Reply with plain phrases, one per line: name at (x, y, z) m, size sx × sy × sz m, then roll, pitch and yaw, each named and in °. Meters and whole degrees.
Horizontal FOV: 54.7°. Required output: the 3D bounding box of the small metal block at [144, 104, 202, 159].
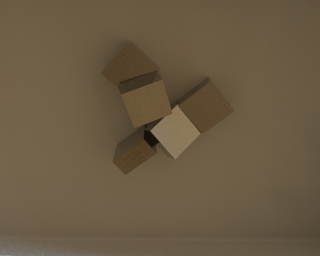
small metal block at (0.017, 0.004, 0.403) m, size 0.050 × 0.025 × 0.050 m, roll -45°, pitch 107°, yaw -14°

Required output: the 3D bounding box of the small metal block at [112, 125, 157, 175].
small metal block at (-0.032, 0.027, 0.407) m, size 0.050 × 0.050 × 0.025 m, roll -36°, pitch 108°, yaw 12°

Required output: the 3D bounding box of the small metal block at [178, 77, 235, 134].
small metal block at (0.059, -0.029, 0.401) m, size 0.050 × 0.025 × 0.050 m, roll -37°, pitch 106°, yaw 12°

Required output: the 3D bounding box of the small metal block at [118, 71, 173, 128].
small metal block at (-0.017, -0.034, 0.375) m, size 0.050 × 0.025 × 0.050 m, roll -21°, pitch 127°, yaw -4°

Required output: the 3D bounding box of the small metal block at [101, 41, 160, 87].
small metal block at (-0.036, -0.072, 0.384) m, size 0.050 × 0.025 × 0.050 m, roll 41°, pitch 105°, yaw -14°
